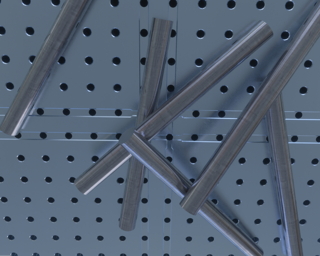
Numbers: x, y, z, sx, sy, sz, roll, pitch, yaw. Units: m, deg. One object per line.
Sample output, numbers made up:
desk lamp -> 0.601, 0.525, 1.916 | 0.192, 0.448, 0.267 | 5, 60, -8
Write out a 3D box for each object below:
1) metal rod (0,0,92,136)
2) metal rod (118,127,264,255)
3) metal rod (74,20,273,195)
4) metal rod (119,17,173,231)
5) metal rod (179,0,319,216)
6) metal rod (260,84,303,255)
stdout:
metal rod -> -0.118, -0.114, 0.370 | 0.025, 0.025, 0.299 | 32, 107, -11
metal rod -> 0.057, 0.104, 0.421 | 0.025, 0.025, 0.300 | -38, 117, 13
metal rod -> 0.013, -0.022, 0.383 | 0.300, 0.025, 0.025 | -41, 105, 5
metal rod -> -0.023, 0.009, 0.416 | 0.025, 0.025, 0.298 | 10, 110, -4
metal rod -> 0.117, -0.024, 0.372 | 0.025, 0.025, 0.299 | 33, 94, -11
metal rod -> 0.178, 0.078, 0.443 | 0.025, 0.025, 0.299 | -14, 110, 5
